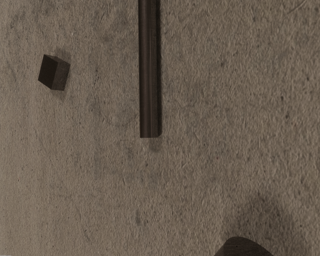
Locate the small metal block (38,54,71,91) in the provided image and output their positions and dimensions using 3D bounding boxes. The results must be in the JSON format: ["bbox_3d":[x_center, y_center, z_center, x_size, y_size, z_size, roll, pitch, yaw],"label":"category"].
[{"bbox_3d":[-0.192,-0.100,0.560,0.050,0.025,0.050,31,109,35],"label":"small metal block"}]

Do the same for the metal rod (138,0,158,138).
[{"bbox_3d":[-0.017,-0.136,0.416,0.025,0.025,0.298,-1,89,39],"label":"metal rod"}]

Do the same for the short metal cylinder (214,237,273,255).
[{"bbox_3d":[0.082,0.155,0.300,0.080,0.081,0.050,45,117,30],"label":"short metal cylinder"}]
